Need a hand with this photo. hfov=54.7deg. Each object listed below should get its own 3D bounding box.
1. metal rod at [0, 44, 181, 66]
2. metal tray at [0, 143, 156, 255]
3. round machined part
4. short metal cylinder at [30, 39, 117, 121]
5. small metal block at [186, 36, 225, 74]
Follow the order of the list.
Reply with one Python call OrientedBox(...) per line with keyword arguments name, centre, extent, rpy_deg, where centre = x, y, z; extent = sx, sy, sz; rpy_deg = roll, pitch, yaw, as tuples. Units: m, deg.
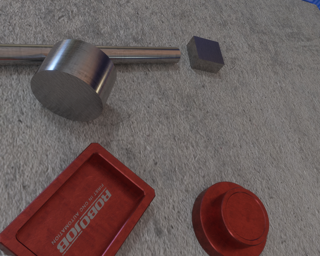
OrientedBox(name="metal rod", centre=(-0.101, -0.096, 0.408), extent=(0.303, 0.025, 0.025), rpy_deg=(-8, 66, -32))
OrientedBox(name="metal tray", centre=(-0.075, 0.087, 0.307), extent=(0.090, 0.030, 0.131), rpy_deg=(40, 51, -1))
OrientedBox(name="round machined part", centre=(0.092, 0.111, 0.377), extent=(0.099, 0.042, 0.098), rpy_deg=(14, 56, -21))
OrientedBox(name="short metal cylinder", centre=(-0.095, -0.052, 0.350), extent=(0.080, 0.080, 0.050), rpy_deg=(25, 53, -14))
OrientedBox(name="small metal block", centre=(0.076, -0.123, 0.522), extent=(0.050, 0.025, 0.050), rpy_deg=(6, 59, -25))
